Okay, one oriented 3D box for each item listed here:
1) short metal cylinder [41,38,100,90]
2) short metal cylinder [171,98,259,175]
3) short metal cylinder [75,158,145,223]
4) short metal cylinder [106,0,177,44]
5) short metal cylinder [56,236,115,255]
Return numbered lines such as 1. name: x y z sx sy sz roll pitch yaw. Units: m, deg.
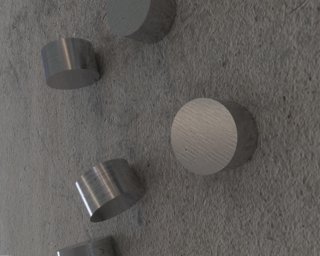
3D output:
1. short metal cylinder: -0.139 -0.098 0.485 0.080 0.081 0.050 -22 76 38
2. short metal cylinder: 0.059 0.008 0.340 0.080 0.050 0.080 0 90 40
3. short metal cylinder: -0.068 0.086 0.426 0.080 0.081 0.050 -48 62 29
4. short metal cylinder: -0.025 -0.156 0.410 0.080 0.050 0.080 0 90 40
5. short metal cylinder: -0.108 0.196 0.458 0.080 0.081 0.050 -25 74 37
